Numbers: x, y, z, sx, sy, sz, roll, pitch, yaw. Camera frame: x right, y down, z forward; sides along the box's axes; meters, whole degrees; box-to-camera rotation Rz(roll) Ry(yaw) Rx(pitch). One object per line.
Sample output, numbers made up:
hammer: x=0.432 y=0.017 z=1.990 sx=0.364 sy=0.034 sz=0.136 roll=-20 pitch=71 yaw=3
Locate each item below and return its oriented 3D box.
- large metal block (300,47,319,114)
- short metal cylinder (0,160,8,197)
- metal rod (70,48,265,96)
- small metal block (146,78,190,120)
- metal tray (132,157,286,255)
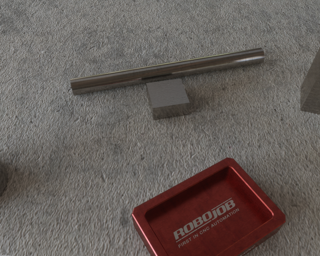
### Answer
large metal block: x=0.247 y=-0.060 z=0.421 sx=0.080 sy=0.080 sz=0.050 roll=13 pitch=51 yaw=10
short metal cylinder: x=-0.219 y=0.052 z=0.341 sx=0.081 sy=0.050 sz=0.080 roll=0 pitch=50 yaw=0
metal rod: x=0.018 y=-0.089 z=0.477 sx=0.302 sy=0.025 sz=0.025 roll=-11 pitch=51 yaw=-10
small metal block: x=0.010 y=-0.041 z=0.438 sx=0.050 sy=0.025 sz=0.050 roll=-9 pitch=51 yaw=-8
metal tray: x=0.049 y=0.096 z=0.320 sx=0.131 sy=0.030 sz=0.090 roll=-25 pitch=55 yaw=-20
